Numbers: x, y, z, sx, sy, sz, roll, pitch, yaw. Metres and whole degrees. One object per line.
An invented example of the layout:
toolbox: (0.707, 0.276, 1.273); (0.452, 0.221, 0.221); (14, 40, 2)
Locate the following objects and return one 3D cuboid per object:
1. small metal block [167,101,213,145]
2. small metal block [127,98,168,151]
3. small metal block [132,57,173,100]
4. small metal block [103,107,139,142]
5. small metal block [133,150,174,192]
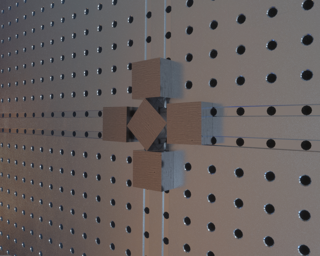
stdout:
small metal block: (0.036, -0.005, 0.378); (0.050, 0.025, 0.050); (0, 90, 39)
small metal block: (-0.011, -0.005, 0.416); (0.050, 0.025, 0.050); (50, 119, 28)
small metal block: (-0.011, -0.064, 0.416); (0.050, 0.025, 0.050); (-1, 90, 39)
small metal block: (-0.058, -0.006, 0.454); (0.050, 0.025, 0.050); (2, 91, 39)
small metal block: (-0.009, 0.055, 0.415); (0.050, 0.025, 0.050); (1, 90, 39)
